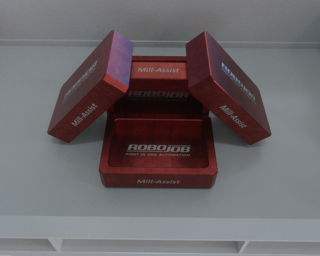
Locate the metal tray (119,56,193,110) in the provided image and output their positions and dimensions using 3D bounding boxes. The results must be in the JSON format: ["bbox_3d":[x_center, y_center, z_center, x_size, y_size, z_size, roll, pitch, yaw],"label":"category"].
[{"bbox_3d":[0.002,-0.066,0.455,0.131,0.030,0.090,0,50,-1],"label":"metal tray"}]

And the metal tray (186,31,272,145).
[{"bbox_3d":[0.085,-0.047,0.383,0.030,0.130,0.090,-30,41,32],"label":"metal tray"}]

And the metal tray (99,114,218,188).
[{"bbox_3d":[-0.002,0.026,0.376,0.131,0.030,0.090,1,50,-1],"label":"metal tray"}]

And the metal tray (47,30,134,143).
[{"bbox_3d":[-0.087,-0.049,0.384,0.030,0.130,0.090,31,41,-30],"label":"metal tray"}]

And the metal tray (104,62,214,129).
[{"bbox_3d":[-0.002,-0.039,0.393,0.131,0.089,0.030,1,50,0],"label":"metal tray"}]
